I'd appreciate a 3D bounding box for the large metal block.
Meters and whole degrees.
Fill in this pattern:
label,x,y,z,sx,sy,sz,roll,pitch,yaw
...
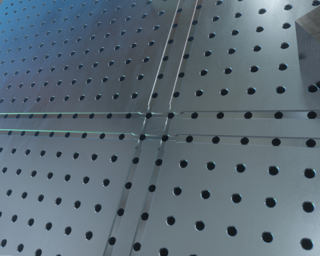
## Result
label,x,y,z,sx,sy,sz,roll,pitch,yaw
large metal block,0.189,-0.075,0.320,0.050,0.080,0.080,-30,52,9
